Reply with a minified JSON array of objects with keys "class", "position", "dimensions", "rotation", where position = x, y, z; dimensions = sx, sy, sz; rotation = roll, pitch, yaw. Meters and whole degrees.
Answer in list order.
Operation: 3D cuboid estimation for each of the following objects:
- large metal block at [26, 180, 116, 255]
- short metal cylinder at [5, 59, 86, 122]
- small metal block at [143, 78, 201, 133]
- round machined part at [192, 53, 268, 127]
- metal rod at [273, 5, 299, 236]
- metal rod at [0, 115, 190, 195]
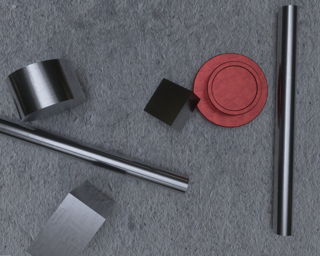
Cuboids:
[{"class":"large metal block","position":[-0.104,0.118,0.381],"dimensions":[0.050,0.080,0.080],"rotation":[37,90,-1]},{"class":"short metal cylinder","position":[-0.139,-0.045,0.381],"dimensions":[0.080,0.080,0.050],"rotation":[-22,90,0]},{"class":"small metal block","position":[0.015,-0.030,0.398],"dimensions":[0.050,0.025,0.050],"rotation":[32,90,36]},{"class":"round machined part","position":[0.092,-0.049,0.403],"dimensions":[0.099,0.042,0.097],"rotation":[0,90,-1]},{"class":"metal rod","position":[0.167,-0.010,0.412],"dimensions":[0.025,0.025,0.298],"rotation":[1,90,-1]},{"class":"metal rod","position":[-0.108,0.030,0.408],"dimensions":[0.302,0.025,0.025],"rotation":[18,90,-1]}]
